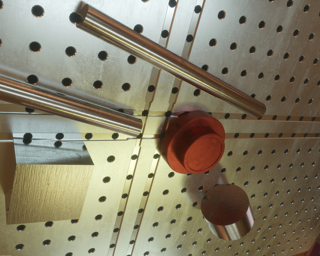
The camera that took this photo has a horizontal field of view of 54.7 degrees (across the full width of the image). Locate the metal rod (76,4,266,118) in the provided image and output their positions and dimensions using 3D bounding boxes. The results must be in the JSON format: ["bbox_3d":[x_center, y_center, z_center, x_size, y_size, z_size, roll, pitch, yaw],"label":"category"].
[{"bbox_3d":[0.039,-0.068,0.391,0.302,0.025,0.025,20,108,-36],"label":"metal rod"}]

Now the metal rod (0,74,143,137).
[{"bbox_3d":[-0.147,-0.037,0.308,0.302,0.025,0.025,18,109,-36],"label":"metal rod"}]

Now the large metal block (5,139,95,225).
[{"bbox_3d":[-0.131,0.062,0.362,0.081,0.050,0.079,5,116,-31],"label":"large metal block"}]

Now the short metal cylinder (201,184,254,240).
[{"bbox_3d":[0.116,0.143,0.530,0.080,0.080,0.050,-32,129,-8],"label":"short metal cylinder"}]

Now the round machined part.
[{"bbox_3d":[0.054,0.028,0.449,0.099,0.042,0.097,-14,125,-21],"label":"round machined part"}]
